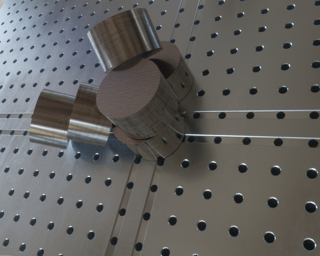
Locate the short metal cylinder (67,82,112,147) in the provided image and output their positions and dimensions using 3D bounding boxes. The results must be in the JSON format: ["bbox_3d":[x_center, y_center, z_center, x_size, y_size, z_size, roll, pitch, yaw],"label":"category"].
[{"bbox_3d":[-0.091,-0.018,0.422,0.050,0.080,0.080,14,61,-12],"label":"short metal cylinder"}]

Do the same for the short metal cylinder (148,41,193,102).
[{"bbox_3d":[0.000,-0.075,0.437,0.080,0.050,0.080,-13,56,21],"label":"short metal cylinder"}]

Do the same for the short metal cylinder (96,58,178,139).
[{"bbox_3d":[-0.026,-0.034,0.360,0.080,0.050,0.080,-13,56,21],"label":"short metal cylinder"}]

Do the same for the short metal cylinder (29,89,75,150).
[{"bbox_3d":[-0.152,-0.013,0.452,0.050,0.080,0.080,14,61,-12],"label":"short metal cylinder"}]

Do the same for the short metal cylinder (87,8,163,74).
[{"bbox_3d":[-0.043,-0.107,0.388,0.080,0.080,0.050,-22,97,15],"label":"short metal cylinder"}]

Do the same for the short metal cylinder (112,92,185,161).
[{"bbox_3d":[-0.014,-0.004,0.401,0.080,0.050,0.080,-13,56,21],"label":"short metal cylinder"}]
